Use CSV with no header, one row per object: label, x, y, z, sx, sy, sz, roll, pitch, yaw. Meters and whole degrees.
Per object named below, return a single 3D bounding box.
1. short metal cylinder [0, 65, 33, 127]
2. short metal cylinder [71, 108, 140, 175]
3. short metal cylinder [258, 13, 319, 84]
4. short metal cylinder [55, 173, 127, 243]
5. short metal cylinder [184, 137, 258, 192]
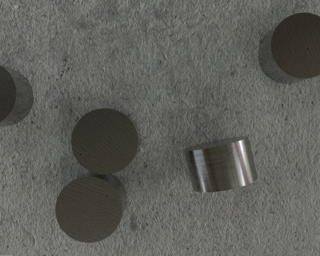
short metal cylinder,-0.212,-0.041,0.396,0.081,0.050,0.080,0,90,0
short metal cylinder,-0.066,0.016,0.397,0.081,0.050,0.080,0,90,0
short metal cylinder,0.174,-0.100,0.399,0.081,0.050,0.080,0,90,0
short metal cylinder,-0.085,0.098,0.397,0.081,0.050,0.080,0,90,0
short metal cylinder,0.074,0.043,0.383,0.080,0.080,0.050,-13,90,0
